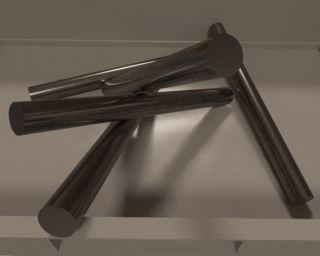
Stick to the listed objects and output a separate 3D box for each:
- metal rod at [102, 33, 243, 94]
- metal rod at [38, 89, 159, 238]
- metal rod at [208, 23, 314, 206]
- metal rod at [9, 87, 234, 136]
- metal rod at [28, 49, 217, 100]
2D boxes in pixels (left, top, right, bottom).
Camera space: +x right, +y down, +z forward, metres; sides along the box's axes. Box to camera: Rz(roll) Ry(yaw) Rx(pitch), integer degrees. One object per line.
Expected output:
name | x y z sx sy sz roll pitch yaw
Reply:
metal rod | -0.018 -0.050 0.318 0.025 0.025 0.299 -24 11 -19
metal rod | -0.038 -0.003 0.326 0.025 0.025 0.301 9 25 7
metal rod | 0.124 -0.041 0.422 0.025 0.025 0.299 -10 56 -8
metal rod | -0.005 -0.027 0.337 0.302 0.025 0.025 -11 44 -48
metal rod | -0.042 -0.086 0.476 0.302 0.025 0.025 -16 52 -14
